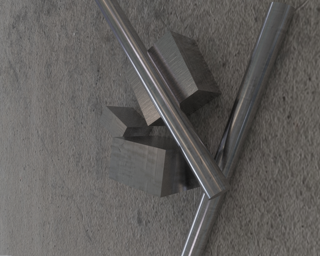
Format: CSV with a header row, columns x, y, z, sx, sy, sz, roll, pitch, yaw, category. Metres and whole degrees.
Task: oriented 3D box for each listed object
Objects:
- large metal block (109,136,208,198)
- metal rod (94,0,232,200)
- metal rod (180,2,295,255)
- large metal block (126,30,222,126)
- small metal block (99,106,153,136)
x,y,z,sx,sy,sz,roll,pitch,yaw,category
-0.002,0.041,0.370,0.080,0.081,0.050,11,97,39,large metal block
-0.011,-0.059,0.348,0.025,0.025,0.299,-43,64,31,metal rod
0.078,0.019,0.340,0.025,0.025,0.298,27,107,36,metal rod
0.014,-0.056,0.377,0.080,0.050,0.080,-35,69,34,large metal block
-0.047,-0.006,0.427,0.050,0.050,0.025,42,116,31,small metal block
